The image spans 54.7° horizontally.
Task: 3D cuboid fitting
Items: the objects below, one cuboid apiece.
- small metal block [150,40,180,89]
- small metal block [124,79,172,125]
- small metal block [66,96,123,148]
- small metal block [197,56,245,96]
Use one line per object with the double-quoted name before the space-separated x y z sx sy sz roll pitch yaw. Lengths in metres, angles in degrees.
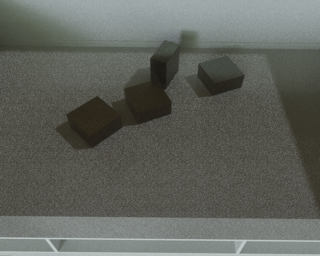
"small metal block" 0.008 -0.096 0.470 0.025 0.050 0.050 20 53 15
"small metal block" -0.017 -0.038 0.436 0.050 0.025 0.050 -19 53 -16
"small metal block" -0.086 -0.009 0.412 0.050 0.025 0.050 -37 59 -27
"small metal block" 0.092 -0.081 0.474 0.050 0.025 0.050 -18 52 -15
